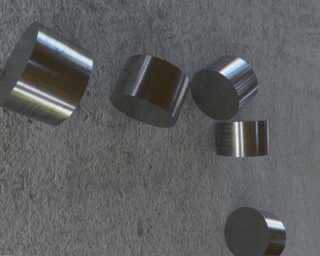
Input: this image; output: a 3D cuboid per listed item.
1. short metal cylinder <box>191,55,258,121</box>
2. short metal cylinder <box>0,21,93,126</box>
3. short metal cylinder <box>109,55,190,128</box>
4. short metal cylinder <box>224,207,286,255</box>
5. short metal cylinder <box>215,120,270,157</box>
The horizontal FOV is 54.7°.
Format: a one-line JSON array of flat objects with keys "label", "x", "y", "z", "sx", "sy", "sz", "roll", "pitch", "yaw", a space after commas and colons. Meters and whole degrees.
[{"label": "short metal cylinder", "x": 0.092, "y": -0.057, "z": 0.445, "sx": 0.050, "sy": 0.080, "sz": 0.080, "roll": -37, "pitch": 113, "yaw": -34}, {"label": "short metal cylinder", "x": -0.105, "y": -0.047, "z": 0.280, "sx": 0.050, "sy": 0.080, "sz": 0.080, "roll": 26, "pitch": 74, "yaw": -37}, {"label": "short metal cylinder", "x": -0.011, "y": -0.040, "z": 0.359, "sx": 0.080, "sy": 0.080, "sz": 0.050, "roll": 33, "pitch": 69, "yaw": -35}, {"label": "short metal cylinder", "x": 0.151, "y": 0.170, "z": 0.496, "sx": 0.050, "sy": 0.080, "sz": 0.080, "roll": 21, "pitch": 77, "yaw": -38}, {"label": "short metal cylinder", "x": 0.126, "y": 0.014, "z": 0.474, "sx": 0.081, "sy": 0.080, "sz": 0.050, "roll": -4, "pitch": 93, "yaw": -40}]
